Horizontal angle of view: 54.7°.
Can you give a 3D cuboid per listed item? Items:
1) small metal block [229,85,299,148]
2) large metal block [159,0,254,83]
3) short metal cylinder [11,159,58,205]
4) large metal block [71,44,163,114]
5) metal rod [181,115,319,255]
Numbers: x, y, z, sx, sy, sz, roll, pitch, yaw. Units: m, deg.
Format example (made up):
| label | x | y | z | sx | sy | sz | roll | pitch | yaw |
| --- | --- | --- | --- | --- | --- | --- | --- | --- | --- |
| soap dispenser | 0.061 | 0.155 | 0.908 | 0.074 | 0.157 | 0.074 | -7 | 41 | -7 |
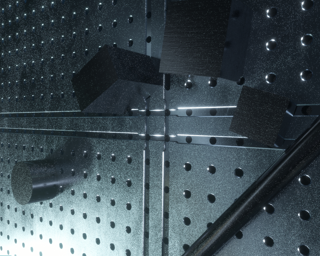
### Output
| label | x | y | z | sx | sy | sz | roll | pitch | yaw |
| --- | --- | --- | --- | --- | --- | --- | --- | --- | --- |
| small metal block | 0.106 | -0.013 | 0.321 | 0.050 | 0.025 | 0.050 | 24 | 105 | 37 |
| large metal block | 0.051 | -0.097 | 0.350 | 0.080 | 0.050 | 0.079 | 13 | 98 | 39 |
| short metal cylinder | -0.238 | 0.101 | 0.585 | 0.080 | 0.050 | 0.079 | 0 | 90 | 39 |
| large metal block | -0.059 | -0.061 | 0.420 | 0.080 | 0.081 | 0.050 | -34 | 70 | 35 |
| metal rod | 0.088 | 0.091 | 0.335 | 0.025 | 0.025 | 0.298 | 50 | 119 | 28 |
